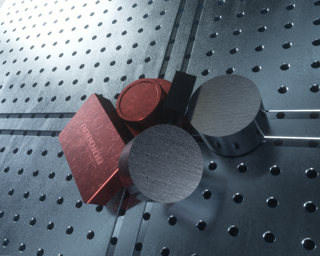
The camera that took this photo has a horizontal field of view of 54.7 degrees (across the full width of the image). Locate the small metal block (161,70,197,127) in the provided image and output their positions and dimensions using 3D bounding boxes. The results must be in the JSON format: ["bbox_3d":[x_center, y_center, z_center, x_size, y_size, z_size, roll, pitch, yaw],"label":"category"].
[{"bbox_3d":[0.022,-0.032,0.372,0.025,0.050,0.050,18,67,5],"label":"small metal block"}]

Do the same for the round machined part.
[{"bbox_3d":[-0.020,-0.029,0.420,0.098,0.042,0.098,-13,56,21],"label":"round machined part"}]

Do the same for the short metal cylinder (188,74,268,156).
[{"bbox_3d":[0.078,-0.015,0.355,0.080,0.050,0.080,-13,56,21],"label":"short metal cylinder"}]

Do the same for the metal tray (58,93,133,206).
[{"bbox_3d":[-0.082,0.025,0.413,0.090,0.030,0.130,-48,50,14],"label":"metal tray"}]

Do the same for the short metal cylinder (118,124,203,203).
[{"bbox_3d":[-0.001,0.040,0.336,0.080,0.080,0.050,-67,12,-19],"label":"short metal cylinder"}]
